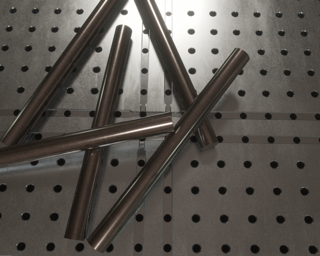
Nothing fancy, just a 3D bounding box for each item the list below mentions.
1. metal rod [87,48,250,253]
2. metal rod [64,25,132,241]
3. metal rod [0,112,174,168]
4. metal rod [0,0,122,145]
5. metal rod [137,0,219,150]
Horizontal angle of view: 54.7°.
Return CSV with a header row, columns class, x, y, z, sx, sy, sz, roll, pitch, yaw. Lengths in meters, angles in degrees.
class,x,y,z,sx,sy,sz,roll,pitch,yaw
metal rod,0.016,0.021,0.384,0.025,0.025,0.300,36,81,12
metal rod,-0.077,-0.008,0.413,0.025,0.025,0.299,8,70,3
metal rod,-0.133,0.024,0.380,0.302,0.025,0.025,-12,71,3
metal rod,-0.129,-0.103,0.447,0.025,0.025,0.300,26,72,8
metal rod,0.014,-0.108,0.451,0.025,0.025,0.299,-19,71,-7
